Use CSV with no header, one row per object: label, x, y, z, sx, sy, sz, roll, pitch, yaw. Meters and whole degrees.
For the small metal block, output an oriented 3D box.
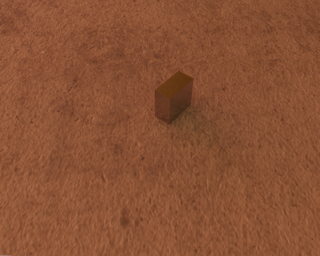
small metal block,0.019,-0.041,0.422,0.025,0.050,0.050,33,57,24
